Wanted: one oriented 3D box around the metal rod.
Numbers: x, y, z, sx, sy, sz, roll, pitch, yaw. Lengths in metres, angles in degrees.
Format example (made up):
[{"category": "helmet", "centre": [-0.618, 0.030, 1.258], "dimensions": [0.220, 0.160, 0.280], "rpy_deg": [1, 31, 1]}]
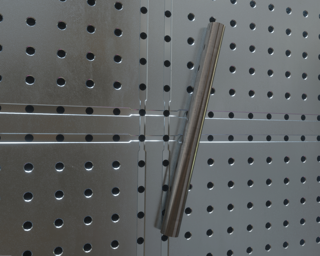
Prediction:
[{"category": "metal rod", "centre": [0.047, -0.001, 0.431], "dimensions": [0.025, 0.025, 0.298], "rpy_deg": [15, 85, -20]}]
